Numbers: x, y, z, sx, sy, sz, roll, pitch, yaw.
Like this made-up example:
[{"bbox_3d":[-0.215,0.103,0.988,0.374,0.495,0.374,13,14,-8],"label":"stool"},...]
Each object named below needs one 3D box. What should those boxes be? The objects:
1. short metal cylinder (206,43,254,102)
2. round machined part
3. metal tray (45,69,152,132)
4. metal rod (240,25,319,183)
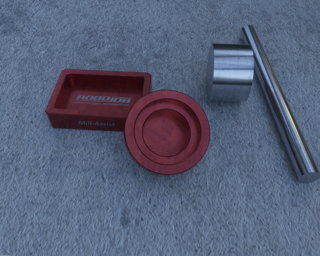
[{"bbox_3d":[0.095,-0.077,0.434,0.050,0.080,0.080,2,50,1],"label":"short metal cylinder"},{"bbox_3d":[0.006,0.007,0.368,0.099,0.042,0.097,2,80,-9],"label":"round machined part"},{"bbox_3d":[-0.080,-0.040,0.432,0.131,0.030,0.090,3,50,2],"label":"metal tray"},{"bbox_3d":[0.164,-0.057,0.453,0.025,0.025,0.300,-2,50,-2],"label":"metal rod"}]
